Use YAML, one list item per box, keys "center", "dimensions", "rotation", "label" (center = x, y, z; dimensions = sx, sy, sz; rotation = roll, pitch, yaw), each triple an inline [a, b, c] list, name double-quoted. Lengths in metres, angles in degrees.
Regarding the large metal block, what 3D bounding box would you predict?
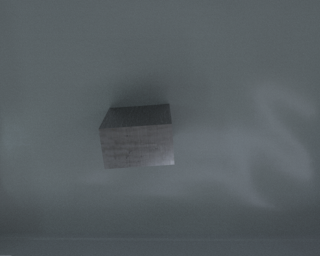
- center: [-0.025, 0.008, 0.384]
  dimensions: [0.081, 0.080, 0.050]
  rotation: [-4, 110, 1]
  label: "large metal block"
